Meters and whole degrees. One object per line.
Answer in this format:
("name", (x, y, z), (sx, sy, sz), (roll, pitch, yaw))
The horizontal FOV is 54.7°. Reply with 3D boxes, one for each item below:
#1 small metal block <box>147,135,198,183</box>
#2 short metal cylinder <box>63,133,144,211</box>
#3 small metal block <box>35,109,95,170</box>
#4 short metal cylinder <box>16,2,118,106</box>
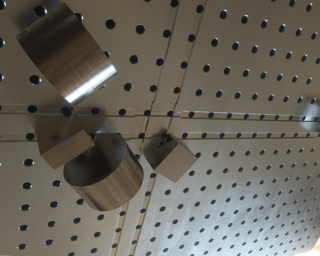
("small metal block", (0.019, 0.046, 0.450), (0.050, 0.025, 0.050), (-48, 129, 5))
("short metal cylinder", (-0.066, 0.051, 0.371), (0.080, 0.080, 0.050), (-32, 129, -7))
("small metal block", (-0.106, 0.011, 0.344), (0.050, 0.050, 0.025), (-32, 129, -8))
("short metal cylinder", (-0.084, -0.067, 0.288), (0.050, 0.080, 0.080), (-38, 129, -3))
